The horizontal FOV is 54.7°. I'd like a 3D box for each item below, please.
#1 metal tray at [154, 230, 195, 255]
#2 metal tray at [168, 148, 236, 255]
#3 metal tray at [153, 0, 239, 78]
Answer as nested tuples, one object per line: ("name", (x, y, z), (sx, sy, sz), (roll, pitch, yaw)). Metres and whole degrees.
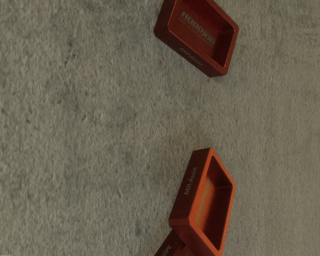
("metal tray", (0.022, 0.207, 0.422), (0.130, 0.030, 0.090), (-49, 119, -29))
("metal tray", (0.064, 0.102, 0.431), (0.090, 0.030, 0.130), (55, 40, -26))
("metal tray", (0.058, -0.143, 0.451), (0.131, 0.030, 0.090), (28, 73, -37))
